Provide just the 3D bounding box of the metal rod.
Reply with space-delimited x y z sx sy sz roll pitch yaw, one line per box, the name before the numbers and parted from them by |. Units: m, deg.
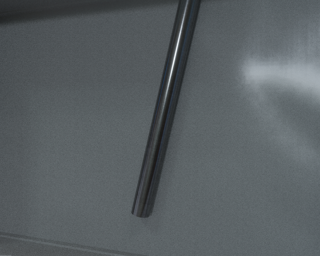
metal rod | 0.007 -0.029 0.407 0.025 0.025 0.298 14 95 19
